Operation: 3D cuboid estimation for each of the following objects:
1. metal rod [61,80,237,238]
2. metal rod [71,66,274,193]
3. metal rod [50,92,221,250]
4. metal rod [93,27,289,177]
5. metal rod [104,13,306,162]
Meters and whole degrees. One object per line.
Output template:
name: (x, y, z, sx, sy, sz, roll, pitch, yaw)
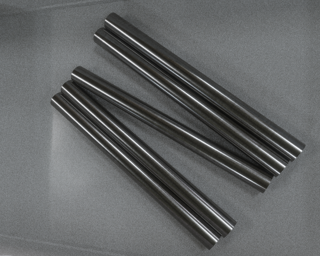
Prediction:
metal rod: (-0.025, 0.032, 0.418, 0.300, 0.025, 0.025, 40, 103, 15)
metal rod: (0.003, -0.006, 0.408, 0.300, 0.025, 0.025, 30, 100, 17)
metal rod: (-0.042, 0.049, 0.424, 0.300, 0.025, 0.025, 40, 103, 15)
metal rod: (0.028, -0.042, 0.399, 0.300, 0.025, 0.025, 38, 102, 16)
metal rod: (0.045, -0.061, 0.393, 0.300, 0.025, 0.025, 38, 102, 16)
